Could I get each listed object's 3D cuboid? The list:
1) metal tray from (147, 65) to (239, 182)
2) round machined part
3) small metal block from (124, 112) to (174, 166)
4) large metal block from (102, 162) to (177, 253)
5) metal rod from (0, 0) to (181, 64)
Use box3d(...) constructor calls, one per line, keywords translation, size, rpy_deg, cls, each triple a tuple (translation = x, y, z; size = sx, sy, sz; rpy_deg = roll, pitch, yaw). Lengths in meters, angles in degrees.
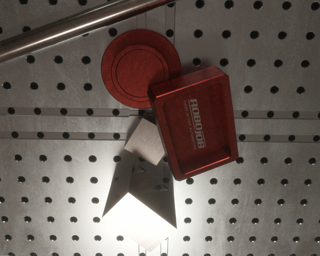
box3d(translation=(0.045, -0.002, 0.385), size=(0.091, 0.030, 0.129), rpy_deg=(-20, 123, -6), cls="metal tray")
box3d(translation=(-0.023, -0.070, 0.378), size=(0.099, 0.042, 0.097), rpy_deg=(0, 110, -1), cls="round machined part")
box3d(translation=(-0.013, 0.015, 0.419), size=(0.050, 0.025, 0.050), rpy_deg=(30, 107, -11), cls="small metal block")
box3d(translation=(-0.025, 0.105, 0.423), size=(0.080, 0.080, 0.050), rpy_deg=(41, 105, -14), cls="large metal block")
box3d(translation=(-0.104, -0.120, 0.367), size=(0.301, 0.025, 0.025), rpy_deg=(-18, 109, 6), cls="metal rod")
